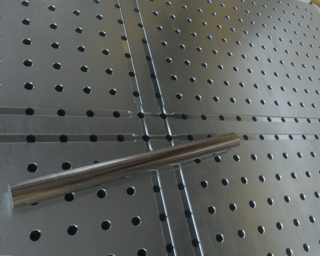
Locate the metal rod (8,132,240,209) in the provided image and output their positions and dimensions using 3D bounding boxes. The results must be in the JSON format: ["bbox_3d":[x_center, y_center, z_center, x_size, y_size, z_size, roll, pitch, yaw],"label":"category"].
[{"bbox_3d":[-0.016,0.041,0.375,0.303,0.025,0.025,-10,67,-33],"label":"metal rod"}]
